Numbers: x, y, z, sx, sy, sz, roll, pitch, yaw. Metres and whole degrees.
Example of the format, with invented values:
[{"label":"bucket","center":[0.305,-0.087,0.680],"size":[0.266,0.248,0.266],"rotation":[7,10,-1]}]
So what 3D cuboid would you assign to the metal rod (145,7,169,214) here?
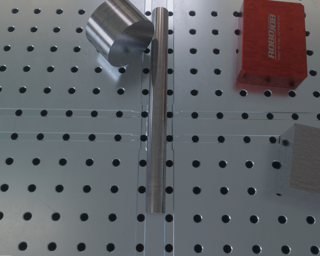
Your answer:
[{"label":"metal rod","center":[-0.003,-0.037,0.425],"size":[0.025,0.025,0.299],"rotation":[1,70,0]}]

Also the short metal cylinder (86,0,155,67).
[{"label":"short metal cylinder","center":[-0.055,-0.132,0.430],"size":[0.080,0.080,0.050],"rotation":[-39,75,-13]}]

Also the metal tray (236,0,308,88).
[{"label":"metal tray","center":[0.163,-0.127,0.457],"size":[0.091,0.030,0.130],"rotation":[6,70,2]}]

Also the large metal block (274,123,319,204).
[{"label":"large metal block","center":[0.194,0.048,0.383],"size":[0.080,0.050,0.080],"rotation":[13,71,4]}]
